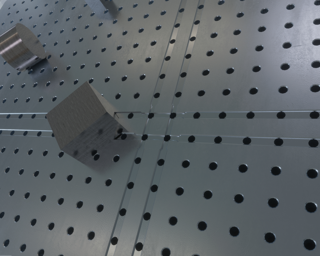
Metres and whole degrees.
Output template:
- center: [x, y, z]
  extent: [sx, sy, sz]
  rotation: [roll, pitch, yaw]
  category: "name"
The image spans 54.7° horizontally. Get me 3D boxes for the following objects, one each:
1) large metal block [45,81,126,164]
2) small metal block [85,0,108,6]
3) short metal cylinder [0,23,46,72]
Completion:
- center: [-0.110, -0.009, 0.456]
  extent: [0.080, 0.050, 0.080]
  rotation: [-39, 51, 1]
  category: "large metal block"
- center: [-0.140, -0.281, 0.638]
  extent: [0.050, 0.050, 0.025]
  rotation: [18, 72, 35]
  category: "small metal block"
- center: [-0.276, -0.159, 0.616]
  extent: [0.050, 0.080, 0.080]
  rotation: [-30, 52, 9]
  category: "short metal cylinder"
